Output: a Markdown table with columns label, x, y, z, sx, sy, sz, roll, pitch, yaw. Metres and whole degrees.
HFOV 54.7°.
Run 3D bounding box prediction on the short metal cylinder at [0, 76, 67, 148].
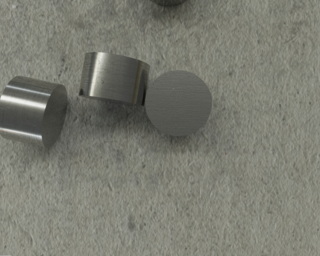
| label | x | y | z | sx | sy | sz | roll | pitch | yaw |
| --- | --- | --- | --- | --- | --- | --- | --- | --- | --- |
| short metal cylinder | -0.153 | -0.020 | 0.380 | 0.050 | 0.080 | 0.080 | 12 | 90 | 0 |

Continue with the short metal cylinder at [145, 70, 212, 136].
| label | x | y | z | sx | sy | sz | roll | pitch | yaw |
| --- | --- | --- | --- | --- | --- | --- | --- | --- | --- |
| short metal cylinder | 0.022 | -0.030 | 0.398 | 0.081 | 0.050 | 0.079 | 0 | 90 | -1 |

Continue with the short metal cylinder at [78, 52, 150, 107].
| label | x | y | z | sx | sy | sz | roll | pitch | yaw |
| --- | --- | --- | --- | --- | --- | --- | --- | --- | --- |
| short metal cylinder | -0.056 | -0.058 | 0.382 | 0.081 | 0.080 | 0.050 | 9 | 90 | -1 |

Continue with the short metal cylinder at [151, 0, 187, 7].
| label | x | y | z | sx | sy | sz | roll | pitch | yaw |
| --- | --- | --- | --- | --- | --- | --- | --- | --- | --- |
| short metal cylinder | 0.012 | -0.205 | 0.398 | 0.081 | 0.050 | 0.079 | 0 | 90 | -1 |
